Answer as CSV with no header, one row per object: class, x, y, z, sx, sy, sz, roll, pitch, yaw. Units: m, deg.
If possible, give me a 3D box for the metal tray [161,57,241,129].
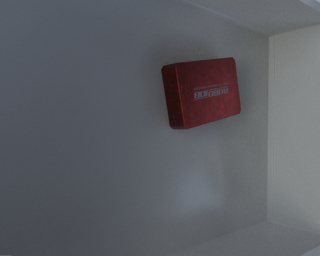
metal tray,0.066,-0.054,0.461,0.131,0.030,0.089,-15,100,-39
